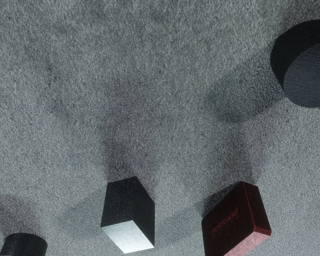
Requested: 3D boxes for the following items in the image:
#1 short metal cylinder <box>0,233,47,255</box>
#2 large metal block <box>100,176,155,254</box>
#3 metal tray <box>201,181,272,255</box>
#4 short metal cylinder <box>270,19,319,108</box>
[{"bbox_3d":[-0.265,0.246,0.598,0.081,0.050,0.079,0,130,0],"label":"short metal cylinder"},{"bbox_3d":[-0.047,0.136,0.487,0.050,0.080,0.080,-17,128,13],"label":"large metal block"},{"bbox_3d":[0.117,0.160,0.501,0.030,0.090,0.129,20,127,-16],"label":"metal tray"},{"bbox_3d":[0.167,-0.069,0.334,0.081,0.050,0.079,0,130,0],"label":"short metal cylinder"}]
